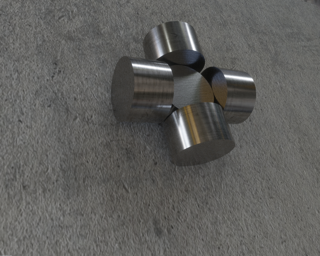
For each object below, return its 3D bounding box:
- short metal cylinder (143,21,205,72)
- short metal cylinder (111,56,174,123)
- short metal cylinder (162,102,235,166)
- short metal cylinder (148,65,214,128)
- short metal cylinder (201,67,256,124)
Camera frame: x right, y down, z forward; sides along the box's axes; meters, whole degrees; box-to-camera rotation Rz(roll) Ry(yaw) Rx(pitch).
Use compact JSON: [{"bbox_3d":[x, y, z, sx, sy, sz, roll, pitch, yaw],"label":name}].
[{"bbox_3d":[0.019,-0.106,0.445,0.081,0.080,0.050,2,62,-28],"label":"short metal cylinder"},{"bbox_3d":[-0.024,-0.046,0.387,0.050,0.080,0.080,2,61,-28],"label":"short metal cylinder"},{"bbox_3d":[0.048,0.010,0.391,0.081,0.080,0.050,0,61,-29],"label":"short metal cylinder"},{"bbox_3d":[0.027,-0.040,0.430,0.081,0.050,0.080,14,56,-21],"label":"short metal cylinder"},{"bbox_3d":[0.092,-0.046,0.450,0.050,0.080,0.080,2,61,-28],"label":"short metal cylinder"}]
